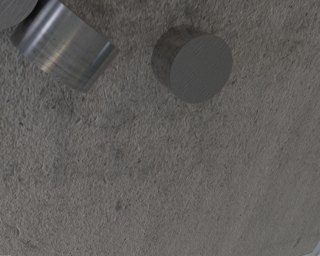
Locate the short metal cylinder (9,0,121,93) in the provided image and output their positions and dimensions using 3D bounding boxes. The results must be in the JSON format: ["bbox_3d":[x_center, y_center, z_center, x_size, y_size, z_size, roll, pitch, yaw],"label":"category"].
[{"bbox_3d":[-0.083,-0.076,0.279,0.080,0.080,0.050,34,99,-39],"label":"short metal cylinder"}]

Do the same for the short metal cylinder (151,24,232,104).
[{"bbox_3d":[0.037,-0.075,0.364,0.081,0.050,0.079,-14,124,-21],"label":"short metal cylinder"}]

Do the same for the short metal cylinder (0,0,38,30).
[{"bbox_3d":[-0.137,-0.121,0.238,0.081,0.050,0.079,-12,122,-20],"label":"short metal cylinder"}]
